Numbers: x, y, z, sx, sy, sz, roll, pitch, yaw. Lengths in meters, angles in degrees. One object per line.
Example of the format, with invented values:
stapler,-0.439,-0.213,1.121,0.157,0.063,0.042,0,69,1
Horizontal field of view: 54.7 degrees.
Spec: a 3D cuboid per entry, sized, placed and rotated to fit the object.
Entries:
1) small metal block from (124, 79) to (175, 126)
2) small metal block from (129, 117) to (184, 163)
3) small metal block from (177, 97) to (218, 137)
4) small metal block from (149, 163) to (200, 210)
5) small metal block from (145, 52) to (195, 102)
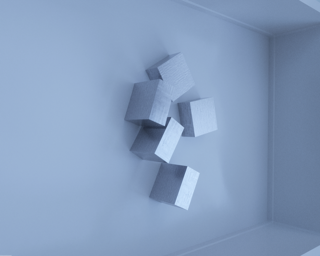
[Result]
small metal block,-0.013,-0.030,0.381,0.025,0.050,0.050,24,75,-38
small metal block,-0.004,0.014,0.389,0.025,0.050,0.050,39,66,-34
small metal block,0.056,-0.017,0.456,0.050,0.025,0.050,-16,100,-39
small metal block,0.019,0.076,0.408,0.025,0.050,0.050,33,70,-36
small metal block,0.015,-0.069,0.421,0.050,0.025,0.050,-39,114,-33
